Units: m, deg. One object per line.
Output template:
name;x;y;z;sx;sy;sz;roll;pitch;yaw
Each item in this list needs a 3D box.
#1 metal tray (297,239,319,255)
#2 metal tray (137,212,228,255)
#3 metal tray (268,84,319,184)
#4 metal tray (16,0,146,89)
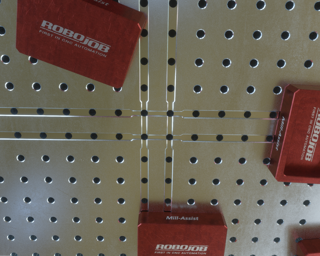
metal tray;0.270;0.240;0.500;0.090;0.030;0.129;-6;110;2
metal tray;0.032;0.176;0.476;0.131;0.030;0.089;2;110;-1
metal tray;0.206;0.011;0.415;0.090;0.030;0.129;4;110;-2
metal tray;-0.092;-0.108;0.353;0.131;0.030;0.089;20;131;-7
